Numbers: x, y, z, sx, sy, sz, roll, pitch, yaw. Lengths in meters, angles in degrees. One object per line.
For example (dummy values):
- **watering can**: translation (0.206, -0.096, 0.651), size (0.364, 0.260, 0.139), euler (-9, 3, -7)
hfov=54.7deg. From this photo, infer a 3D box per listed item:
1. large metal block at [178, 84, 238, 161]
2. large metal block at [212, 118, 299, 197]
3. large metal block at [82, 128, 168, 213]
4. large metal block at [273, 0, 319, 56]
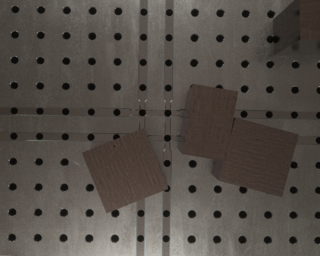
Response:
- **large metal block**: translation (0.056, -0.006, 0.387), size (0.050, 0.080, 0.080), euler (10, 90, 0)
- **large metal block**: translation (0.121, 0.036, 0.403), size (0.080, 0.050, 0.080), euler (15, 90, -1)
- **large metal block**: translation (-0.042, 0.052, 0.400), size (0.080, 0.050, 0.080), euler (-22, 90, -1)
- **large metal block**: translation (0.197, -0.125, 0.388), size (0.081, 0.080, 0.050), euler (-2, 90, -1)
